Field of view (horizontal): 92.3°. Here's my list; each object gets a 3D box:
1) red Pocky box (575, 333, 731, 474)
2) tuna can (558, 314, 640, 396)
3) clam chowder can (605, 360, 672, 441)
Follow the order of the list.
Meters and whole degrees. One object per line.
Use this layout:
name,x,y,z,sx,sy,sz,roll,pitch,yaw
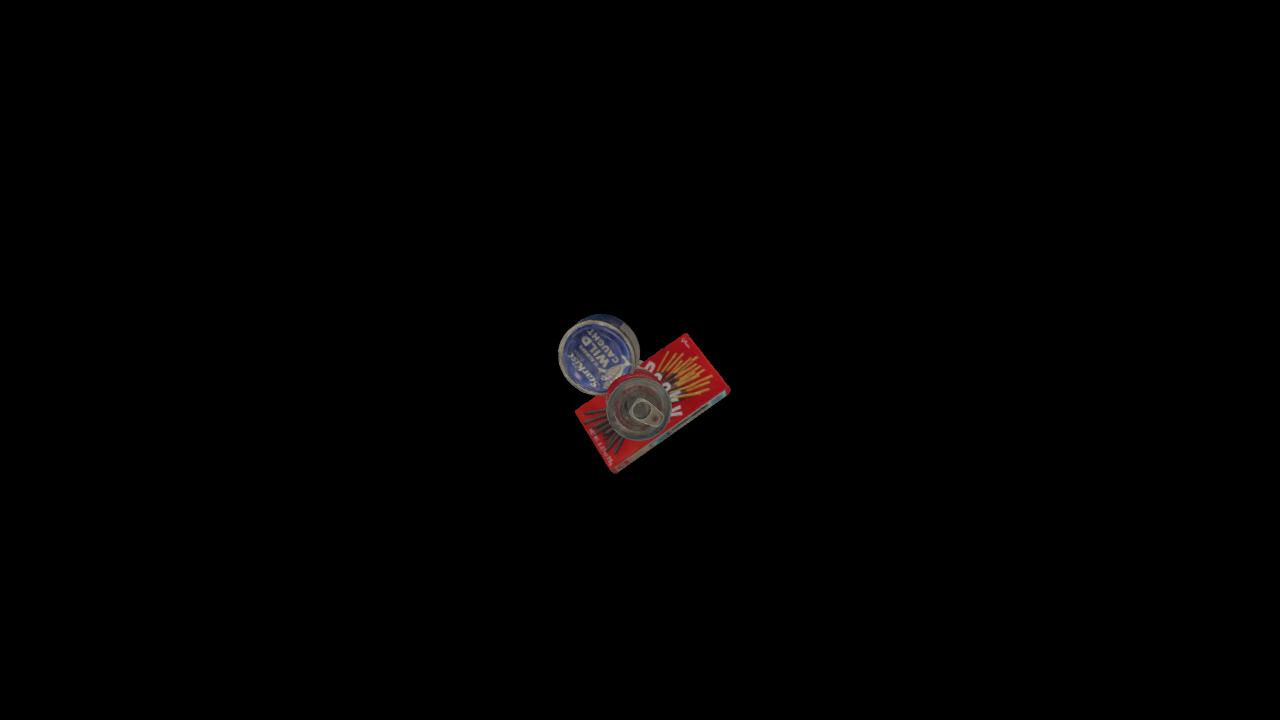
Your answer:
red Pocky box,0.013,0.045,0.668,0.155,0.083,0.028,-35,-27,-2
tuna can,-0.043,-0.006,0.656,0.084,0.084,0.034,0,19,12
clam chowder can,-0.006,0.040,0.673,0.068,0.068,0.102,0,13,-6
